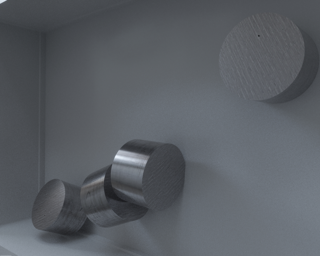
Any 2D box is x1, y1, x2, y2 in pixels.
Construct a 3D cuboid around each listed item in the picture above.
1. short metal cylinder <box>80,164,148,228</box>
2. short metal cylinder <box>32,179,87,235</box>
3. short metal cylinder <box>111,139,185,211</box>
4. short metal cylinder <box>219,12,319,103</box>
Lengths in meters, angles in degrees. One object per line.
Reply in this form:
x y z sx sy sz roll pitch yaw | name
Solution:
-0.058 0.089 0.417 0.050 0.081 0.080 -27 73 36 | short metal cylinder
-0.160 0.128 0.501 0.080 0.050 0.080 -21 53 31 | short metal cylinder
-0.013 0.056 0.380 0.050 0.081 0.079 6 94 39 | short metal cylinder
0.106 -0.065 0.302 0.080 0.050 0.079 0 90 39 | short metal cylinder
